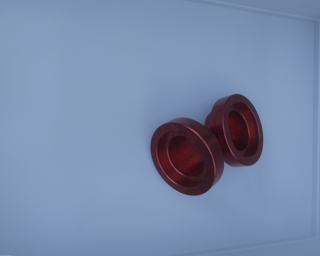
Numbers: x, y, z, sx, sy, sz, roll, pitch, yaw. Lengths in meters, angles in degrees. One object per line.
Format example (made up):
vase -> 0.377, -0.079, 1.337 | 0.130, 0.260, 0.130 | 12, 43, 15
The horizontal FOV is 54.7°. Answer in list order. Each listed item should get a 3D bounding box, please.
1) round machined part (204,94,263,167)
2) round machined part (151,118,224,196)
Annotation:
round machined part -> 0.098, 0.005, 0.426 | 0.099, 0.042, 0.098 | 14, 70, -42
round machined part -> 0.038, 0.033, 0.393 | 0.042, 0.098, 0.097 | -28, 101, -44
